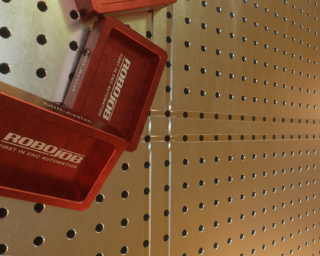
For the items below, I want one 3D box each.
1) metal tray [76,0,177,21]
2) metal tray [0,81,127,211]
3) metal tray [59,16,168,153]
[{"bbox_3d":[-0.043,-0.184,0.368,0.131,0.030,0.090,-26,106,-37],"label":"metal tray"},{"bbox_3d":[-0.108,0.024,0.290,0.131,0.030,0.090,25,102,-37],"label":"metal tray"},{"bbox_3d":[-0.050,-0.046,0.354,0.090,0.030,0.130,24,81,-37],"label":"metal tray"}]
